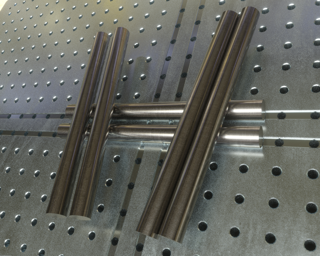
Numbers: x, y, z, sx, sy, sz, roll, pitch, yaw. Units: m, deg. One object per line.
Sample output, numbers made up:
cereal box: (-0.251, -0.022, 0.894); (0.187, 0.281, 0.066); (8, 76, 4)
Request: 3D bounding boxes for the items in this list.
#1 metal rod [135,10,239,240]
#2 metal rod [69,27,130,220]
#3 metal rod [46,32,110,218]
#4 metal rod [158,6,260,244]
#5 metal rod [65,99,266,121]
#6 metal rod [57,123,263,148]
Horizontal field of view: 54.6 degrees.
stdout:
metal rod: (0.041, -0.020, 0.369); (0.025, 0.025, 0.300); (10, 66, 32)
metal rod: (-0.078, -0.025, 0.435); (0.025, 0.025, 0.300); (-7, 58, 24)
metal rod: (-0.112, -0.023, 0.451); (0.025, 0.025, 0.300); (-8, 58, 24)
metal rod: (0.064, -0.020, 0.357); (0.025, 0.025, 0.300); (10, 66, 32)
metal rod: (-0.012, -0.024, 0.431); (0.300, 0.025, 0.025); (1, 62, 28)
metal rod: (-0.020, 0.007, 0.416); (0.300, 0.025, 0.025); (1, 62, 28)
